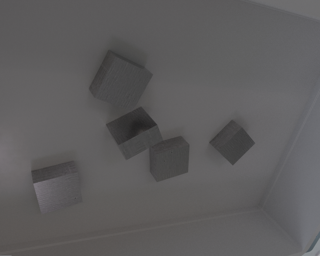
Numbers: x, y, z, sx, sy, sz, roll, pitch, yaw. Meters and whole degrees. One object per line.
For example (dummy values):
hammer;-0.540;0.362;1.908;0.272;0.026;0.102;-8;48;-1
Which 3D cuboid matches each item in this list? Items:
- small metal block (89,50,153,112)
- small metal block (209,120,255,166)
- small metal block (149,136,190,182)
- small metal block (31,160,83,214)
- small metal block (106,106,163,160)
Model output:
small metal block;-0.044;-0.053;0.352;0.050;0.025;0.050;20;108;-36
small metal block;0.113;0.023;0.485;0.050;0.025;0.050;-46;129;4
small metal block;0.013;0.044;0.443;0.050;0.025;0.050;-14;124;-21
small metal block;-0.127;0.073;0.385;0.050;0.025;0.050;-13;124;-21
small metal block;-0.032;0.005;0.378;0.050;0.050;0.025;-28;128;-11
